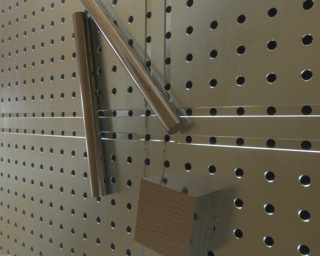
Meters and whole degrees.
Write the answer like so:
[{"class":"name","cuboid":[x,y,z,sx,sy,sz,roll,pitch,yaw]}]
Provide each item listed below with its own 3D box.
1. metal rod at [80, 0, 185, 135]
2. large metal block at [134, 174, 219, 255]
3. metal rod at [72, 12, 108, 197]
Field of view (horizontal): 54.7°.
[{"class":"metal rod","cuboid":[-0.054,-0.114,0.451,0.025,0.025,0.299,-48,62,29]},{"class":"large metal block","cuboid":[0.019,0.107,0.376,0.080,0.050,0.079,11,97,39]},{"class":"metal rod","cuboid":[-0.113,-0.041,0.499,0.025,0.025,0.298,-13,82,39]}]
